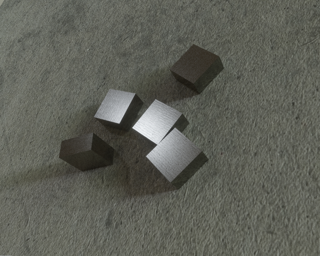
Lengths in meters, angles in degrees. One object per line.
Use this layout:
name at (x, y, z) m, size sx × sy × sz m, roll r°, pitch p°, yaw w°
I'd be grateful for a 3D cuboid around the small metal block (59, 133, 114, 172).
small metal block at (-0.098, 0.034, 0.419) m, size 0.050 × 0.050 × 0.025 m, roll -14°, pitch 56°, yaw 20°

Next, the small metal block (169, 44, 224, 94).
small metal block at (0.051, -0.082, 0.428) m, size 0.050 × 0.025 × 0.050 m, roll -47°, pitch 51°, yaw -5°

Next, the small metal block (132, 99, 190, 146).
small metal block at (0.001, -0.003, 0.405) m, size 0.050 × 0.025 × 0.050 m, roll 32°, pitch 79°, yaw 38°

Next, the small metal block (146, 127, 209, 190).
small metal block at (0.020, 0.036, 0.371) m, size 0.050 × 0.025 × 0.050 m, roll -45°, pitch 51°, yaw -3°

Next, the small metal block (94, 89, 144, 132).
small metal block at (-0.060, -0.026, 0.452) m, size 0.050 × 0.025 × 0.050 m, roll 14°, pitch 69°, yaw 33°
